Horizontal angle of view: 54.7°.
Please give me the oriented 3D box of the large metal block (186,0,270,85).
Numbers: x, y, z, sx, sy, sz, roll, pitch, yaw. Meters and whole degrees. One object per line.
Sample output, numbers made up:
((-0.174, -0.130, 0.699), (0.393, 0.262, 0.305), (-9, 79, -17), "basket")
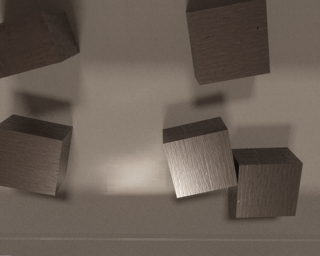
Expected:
((0.078, -0.101, 0.362), (0.080, 0.050, 0.079), (-10, 110, 3), "large metal block")

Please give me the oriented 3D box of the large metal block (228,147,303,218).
((0.141, 0.074, 0.427), (0.081, 0.050, 0.079), (-2, 110, 0), "large metal block")

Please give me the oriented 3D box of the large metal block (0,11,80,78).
((-0.146, -0.094, 0.345), (0.080, 0.080, 0.050), (-14, 110, 5), "large metal block")

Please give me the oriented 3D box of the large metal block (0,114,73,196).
((-0.167, 0.035, 0.409), (0.081, 0.050, 0.079), (12, 110, -5), "large metal block")

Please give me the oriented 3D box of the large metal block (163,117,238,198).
((0.052, 0.038, 0.413), (0.080, 0.050, 0.079), (-13, 110, 4), "large metal block")
